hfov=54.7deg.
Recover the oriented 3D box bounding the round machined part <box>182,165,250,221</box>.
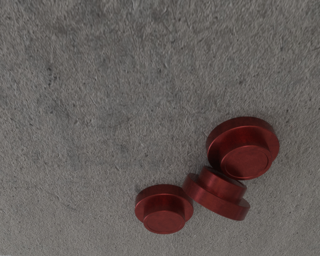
[{"bbox_3d":[0.085,0.088,0.445,0.099,0.098,0.042,24,95,-19],"label":"round machined part"}]

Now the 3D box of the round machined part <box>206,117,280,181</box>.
[{"bbox_3d":[0.115,0.035,0.427,0.099,0.042,0.097,0,130,0],"label":"round machined part"}]

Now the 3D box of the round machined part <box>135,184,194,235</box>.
[{"bbox_3d":[0.007,0.141,0.516,0.099,0.042,0.097,0,130,0],"label":"round machined part"}]
